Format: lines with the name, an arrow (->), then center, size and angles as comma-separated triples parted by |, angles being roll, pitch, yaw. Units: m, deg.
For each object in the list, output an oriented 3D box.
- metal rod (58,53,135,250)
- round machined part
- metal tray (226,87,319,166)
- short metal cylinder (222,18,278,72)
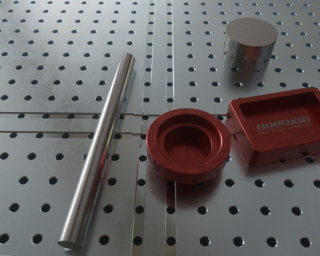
metal rod -> -0.071, 0.003, 0.404 | 0.025, 0.025, 0.300 | 6, 50, 4
round machined part -> 0.033, 0.025, 0.375 | 0.099, 0.042, 0.098 | 0, 50, 0
metal tray -> 0.166, -0.006, 0.409 | 0.131, 0.030, 0.090 | -10, 51, -8
short metal cylinder -> 0.145, -0.137, 0.507 | 0.080, 0.050, 0.080 | 0, 50, 0
